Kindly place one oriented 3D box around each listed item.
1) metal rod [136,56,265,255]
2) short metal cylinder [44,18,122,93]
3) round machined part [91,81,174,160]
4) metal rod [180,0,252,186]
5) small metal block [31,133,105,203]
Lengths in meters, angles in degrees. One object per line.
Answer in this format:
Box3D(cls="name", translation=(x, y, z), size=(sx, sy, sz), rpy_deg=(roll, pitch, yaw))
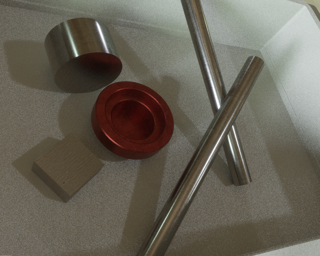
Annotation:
Box3D(cls="metal rod", translation=(0.057, 0.026, 0.369), size=(0.025, 0.025, 0.300), rpy_deg=(35, 67, -6))
Box3D(cls="short metal cylinder", translation=(-0.092, -0.085, 0.374), size=(0.081, 0.080, 0.050), rpy_deg=(-9, 67, -32))
Box3D(cls="round machined part", translation=(-0.036, -0.006, 0.380), size=(0.099, 0.042, 0.098), rpy_deg=(14, 56, -21))
Box3D(cls="metal rod", translation=(0.072, -0.068, 0.420), size=(0.025, 0.025, 0.298), rpy_deg=(-18, 93, -35))
Box3D(cls="small metal block", translation=(-0.097, 0.042, 0.329), size=(0.050, 0.025, 0.050), rpy_deg=(44, 51, 2))
